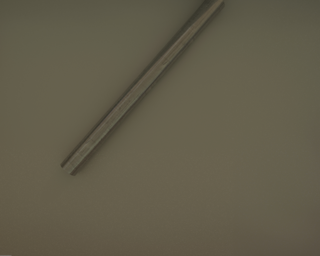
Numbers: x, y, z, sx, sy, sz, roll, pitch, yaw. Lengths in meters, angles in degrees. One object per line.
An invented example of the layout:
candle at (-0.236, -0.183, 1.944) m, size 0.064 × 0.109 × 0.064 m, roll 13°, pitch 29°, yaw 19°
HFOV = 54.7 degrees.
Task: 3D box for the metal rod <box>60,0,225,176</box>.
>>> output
metal rod at (-0.022, -0.057, 0.411) m, size 0.025 × 0.025 × 0.300 m, roll 41°, pitch 90°, yaw -1°
